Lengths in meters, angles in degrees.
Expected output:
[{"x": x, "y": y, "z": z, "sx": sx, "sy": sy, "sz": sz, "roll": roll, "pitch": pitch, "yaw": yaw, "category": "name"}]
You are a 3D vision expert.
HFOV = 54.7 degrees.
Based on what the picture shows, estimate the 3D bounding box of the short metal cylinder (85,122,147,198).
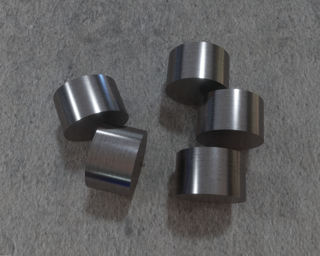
[{"x": -0.049, "y": 0.036, "z": 0.365, "sx": 0.050, "sy": 0.080, "sz": 0.080, "roll": 13, "pitch": 71, "yaw": 4, "category": "short metal cylinder"}]

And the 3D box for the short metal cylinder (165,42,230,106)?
[{"x": 0.049, "y": -0.068, "z": 0.404, "sx": 0.080, "sy": 0.080, "sz": 0.050, "roll": 5, "pitch": 70, "yaw": 1, "category": "short metal cylinder"}]

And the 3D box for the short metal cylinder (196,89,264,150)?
[{"x": 0.086, "y": -0.008, "z": 0.383, "sx": 0.080, "sy": 0.080, "sz": 0.050, "roll": 6, "pitch": 70, "yaw": 2, "category": "short metal cylinder"}]

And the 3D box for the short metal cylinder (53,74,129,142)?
[{"x": -0.086, "y": -0.023, "z": 0.386, "sx": 0.080, "sy": 0.080, "sz": 0.050, "roll": -20, "pitch": 72, "yaw": -7, "category": "short metal cylinder"}]

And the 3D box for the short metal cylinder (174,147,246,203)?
[{"x": 0.058, "y": 0.057, "z": 0.359, "sx": 0.081, "sy": 0.080, "sz": 0.050, "roll": 4, "pitch": 70, "yaw": 1, "category": "short metal cylinder"}]
